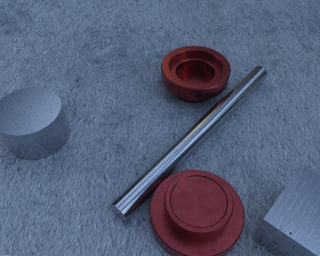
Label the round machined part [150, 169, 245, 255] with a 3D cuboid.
[{"bbox_3d":[0.038,0.084,0.322,0.099,0.042,0.098,0,50,0],"label":"round machined part"}]

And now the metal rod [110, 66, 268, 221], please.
[{"bbox_3d":[0.055,0.003,0.401,0.025,0.025,0.302,34,57,25],"label":"metal rod"}]

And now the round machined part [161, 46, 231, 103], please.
[{"bbox_3d":[0.051,-0.075,0.456,0.099,0.042,0.098,0,50,0],"label":"round machined part"}]

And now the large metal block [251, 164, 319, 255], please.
[{"bbox_3d":[0.152,0.096,0.307,0.080,0.050,0.080,33,57,24],"label":"large metal block"}]

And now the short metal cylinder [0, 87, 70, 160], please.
[{"bbox_3d":[-0.160,-0.006,0.391,0.081,0.050,0.080,0,50,0],"label":"short metal cylinder"}]
